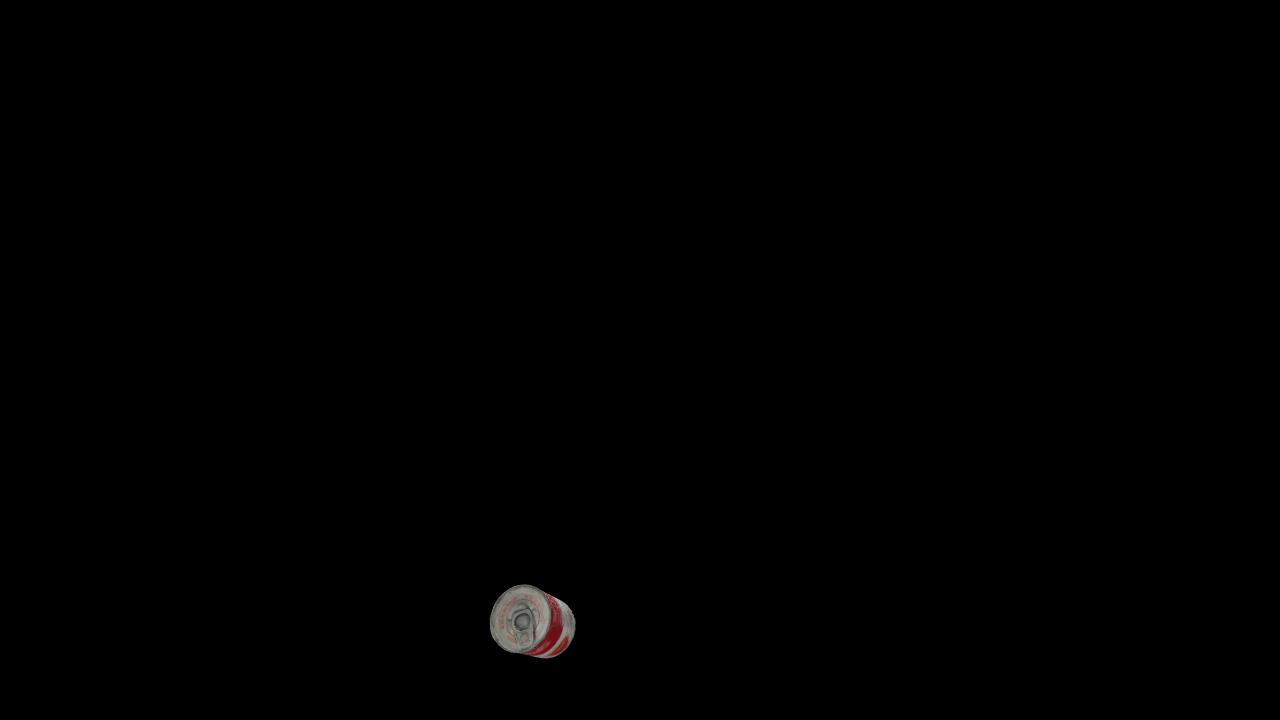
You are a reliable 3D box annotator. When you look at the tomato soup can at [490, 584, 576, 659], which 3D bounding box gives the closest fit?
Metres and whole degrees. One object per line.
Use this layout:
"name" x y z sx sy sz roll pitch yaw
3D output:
"tomato soup can" -0.116 0.292 0.684 0.068 0.068 0.101 0 -28 11
